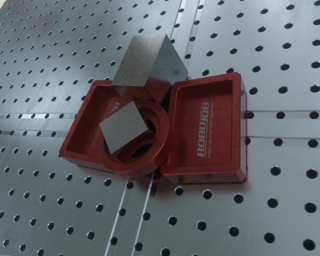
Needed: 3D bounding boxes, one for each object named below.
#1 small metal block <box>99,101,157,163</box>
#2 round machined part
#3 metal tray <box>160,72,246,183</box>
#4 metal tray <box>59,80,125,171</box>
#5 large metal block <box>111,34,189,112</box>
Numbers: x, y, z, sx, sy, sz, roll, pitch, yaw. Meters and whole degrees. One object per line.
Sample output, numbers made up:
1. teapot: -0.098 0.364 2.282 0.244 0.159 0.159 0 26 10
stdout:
1. small metal block: -0.038 0.004 0.367 0.050 0.025 0.050 -34 51 6
2. round machined part: -0.026 0.016 0.384 0.098 0.042 0.098 -13 56 21
3. metal tray: 0.054 -0.001 0.372 0.090 0.030 0.130 -6 59 25
4. metal tray: -0.079 -0.007 0.446 0.090 0.030 0.130 7 65 31
5. large metal block: -0.010 -0.066 0.414 0.050 0.080 0.080 7 65 31
